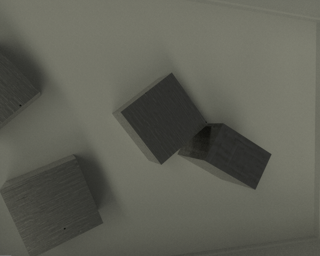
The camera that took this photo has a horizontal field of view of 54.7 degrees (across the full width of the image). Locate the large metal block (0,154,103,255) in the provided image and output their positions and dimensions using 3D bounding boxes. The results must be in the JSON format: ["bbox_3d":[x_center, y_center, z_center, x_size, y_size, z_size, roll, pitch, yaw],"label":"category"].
[{"bbox_3d":[-0.121,0.084,0.353,0.081,0.050,0.080,-23,98,-19],"label":"large metal block"}]

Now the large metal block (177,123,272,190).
[{"bbox_3d":[0.083,0.035,0.412,0.080,0.080,0.050,31,80,-18],"label":"large metal block"}]

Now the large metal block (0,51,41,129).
[{"bbox_3d":[-0.188,-0.040,0.328,0.080,0.050,0.080,-45,104,-15],"label":"large metal block"}]

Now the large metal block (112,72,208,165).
[{"bbox_3d":[-0.001,-0.012,0.397,0.080,0.050,0.080,-40,103,-16],"label":"large metal block"}]
